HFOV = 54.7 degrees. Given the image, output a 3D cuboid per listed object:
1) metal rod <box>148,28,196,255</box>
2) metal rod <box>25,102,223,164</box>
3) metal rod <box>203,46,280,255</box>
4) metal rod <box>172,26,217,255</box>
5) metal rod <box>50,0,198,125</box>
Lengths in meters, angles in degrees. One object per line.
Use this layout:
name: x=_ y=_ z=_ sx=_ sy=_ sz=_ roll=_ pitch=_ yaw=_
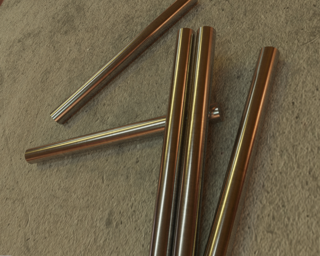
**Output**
metal rod: x=0.016 y=0.016 z=0.359 sx=0.025 sy=0.025 sz=0.299 roll=-2 pitch=69 yaw=27
metal rod: x=-0.064 y=0.012 z=0.429 sx=0.301 sy=0.025 sz=0.025 roll=-13 pitch=56 yaw=20
metal rod: x=0.088 y=0.036 z=0.335 sx=0.025 sy=0.025 sz=0.300 roll=7 pitch=65 yaw=31
metal rod: x=0.040 y=0.017 z=0.347 sx=0.025 sy=0.025 sz=0.299 roll=-2 pitch=68 yaw=27
metal rod: x=-0.058 y=-0.115 z=0.505 sx=0.300 sy=0.025 sz=0.025 roll=-42 pitch=51 yaw=-1
